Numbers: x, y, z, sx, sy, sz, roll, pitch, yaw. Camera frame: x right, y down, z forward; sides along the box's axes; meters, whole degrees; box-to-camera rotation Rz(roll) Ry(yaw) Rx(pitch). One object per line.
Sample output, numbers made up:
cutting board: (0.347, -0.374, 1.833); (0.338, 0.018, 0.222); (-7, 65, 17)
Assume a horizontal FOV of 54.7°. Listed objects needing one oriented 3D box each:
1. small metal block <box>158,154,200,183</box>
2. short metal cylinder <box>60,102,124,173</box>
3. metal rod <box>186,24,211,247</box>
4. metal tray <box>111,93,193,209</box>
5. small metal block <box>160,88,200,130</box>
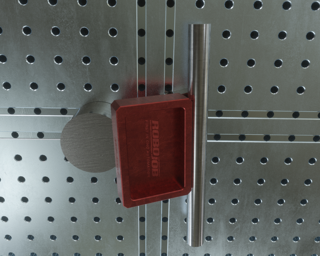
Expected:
small metal block: (0.021, 0.059, 0.434); (0.050, 0.025, 0.050); (37, 106, -13)
short metal cylinder: (-0.081, 0.011, 0.402); (0.081, 0.050, 0.079); (0, 110, -1)
metal rod: (0.047, 0.024, 0.396); (0.025, 0.025, 0.298); (-1, 110, 0)
metal tray: (-0.008, 0.027, 0.378); (0.091, 0.030, 0.129); (-9, 112, -18)
small metal block: (0.031, -0.024, 0.405); (0.050, 0.025, 0.050); (-14, 110, 4)
